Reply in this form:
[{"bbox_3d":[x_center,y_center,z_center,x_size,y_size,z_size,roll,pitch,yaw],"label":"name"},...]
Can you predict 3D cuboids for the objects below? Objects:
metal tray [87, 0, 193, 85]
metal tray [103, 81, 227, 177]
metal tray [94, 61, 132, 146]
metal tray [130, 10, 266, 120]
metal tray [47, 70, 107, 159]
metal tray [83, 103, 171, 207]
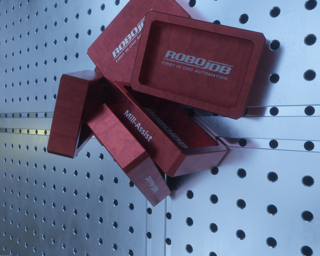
[{"bbox_3d":[-0.026,-0.114,0.404,0.130,0.030,0.090,-44,66,15],"label":"metal tray"},{"bbox_3d":[0.005,-0.003,0.362,0.130,0.091,0.030,46,117,30],"label":"metal tray"},{"bbox_3d":[-0.071,-0.049,0.466,0.090,0.030,0.129,46,117,29],"label":"metal tray"},{"bbox_3d":[0.039,-0.070,0.343,0.130,0.030,0.089,17,102,15],"label":"metal tray"},{"bbox_3d":[-0.100,-0.025,0.394,0.030,0.130,0.089,14,102,-4],"label":"metal tray"},{"bbox_3d":[-0.036,0.037,0.377,0.030,0.130,0.090,-38,60,-9],"label":"metal tray"}]
